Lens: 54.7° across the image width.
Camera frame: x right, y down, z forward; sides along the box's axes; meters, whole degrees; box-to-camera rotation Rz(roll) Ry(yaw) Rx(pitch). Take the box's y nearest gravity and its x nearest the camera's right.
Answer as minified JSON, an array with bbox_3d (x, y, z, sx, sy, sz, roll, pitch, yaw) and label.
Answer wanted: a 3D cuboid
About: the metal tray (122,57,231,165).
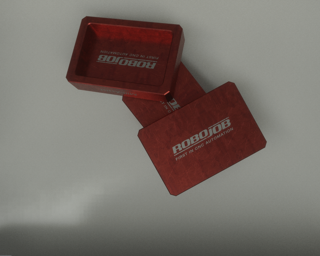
[{"bbox_3d":[0.024,-0.016,0.409,0.090,0.030,0.130,-38,91,0],"label":"metal tray"}]

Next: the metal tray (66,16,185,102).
[{"bbox_3d":[-0.042,-0.087,0.386,0.131,0.030,0.090,9,79,12],"label":"metal tray"}]

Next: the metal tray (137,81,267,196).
[{"bbox_3d":[0.050,0.012,0.380,0.130,0.030,0.090,-29,91,-1],"label":"metal tray"}]
